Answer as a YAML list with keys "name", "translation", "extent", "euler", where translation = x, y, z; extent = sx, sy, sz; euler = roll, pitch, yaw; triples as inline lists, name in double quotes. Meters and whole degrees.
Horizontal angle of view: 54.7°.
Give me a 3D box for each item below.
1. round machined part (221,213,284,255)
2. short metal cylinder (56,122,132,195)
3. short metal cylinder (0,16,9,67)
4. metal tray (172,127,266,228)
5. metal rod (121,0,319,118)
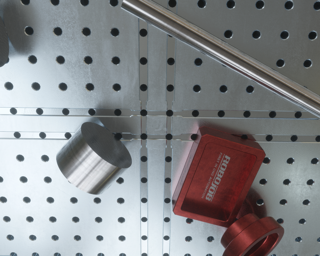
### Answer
- name: "round machined part"
  translation: [0.128, 0.163, 0.449]
  extent: [0.099, 0.042, 0.097]
  euler: [-21, 135, -23]
- name: "short metal cylinder"
  translation: [-0.083, 0.038, 0.397]
  extent: [0.080, 0.080, 0.050]
  euler: [40, 105, -14]
- name: "short metal cylinder"
  translation: [-0.214, -0.104, 0.344]
  extent: [0.050, 0.080, 0.079]
  euler: [-8, 110, 3]
- name: "metal tray"
  translation: [0.079, 0.072, 0.437]
  extent: [0.091, 0.030, 0.129]
  euler: [16, 109, -6]
- name: "metal rod"
  translation: [0.094, -0.084, 0.382]
  extent: [0.301, 0.025, 0.025]
  euler: [26, 108, -10]
